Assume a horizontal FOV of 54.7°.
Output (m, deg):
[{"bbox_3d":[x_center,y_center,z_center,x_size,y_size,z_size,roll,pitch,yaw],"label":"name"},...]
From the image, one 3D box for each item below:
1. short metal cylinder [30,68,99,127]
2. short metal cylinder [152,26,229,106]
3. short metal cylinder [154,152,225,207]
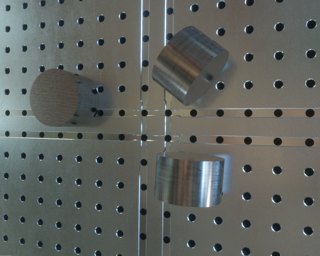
[{"bbox_3d":[-0.137,-0.042,0.446,0.080,0.050,0.079,0,90,19],"label":"short metal cylinder"},{"bbox_3d":[0.036,-0.073,0.370,0.050,0.080,0.080,41,103,15],"label":"short metal cylinder"},{"bbox_3d":[0.035,0.059,0.371,0.080,0.080,0.050,5,92,19],"label":"short metal cylinder"}]
